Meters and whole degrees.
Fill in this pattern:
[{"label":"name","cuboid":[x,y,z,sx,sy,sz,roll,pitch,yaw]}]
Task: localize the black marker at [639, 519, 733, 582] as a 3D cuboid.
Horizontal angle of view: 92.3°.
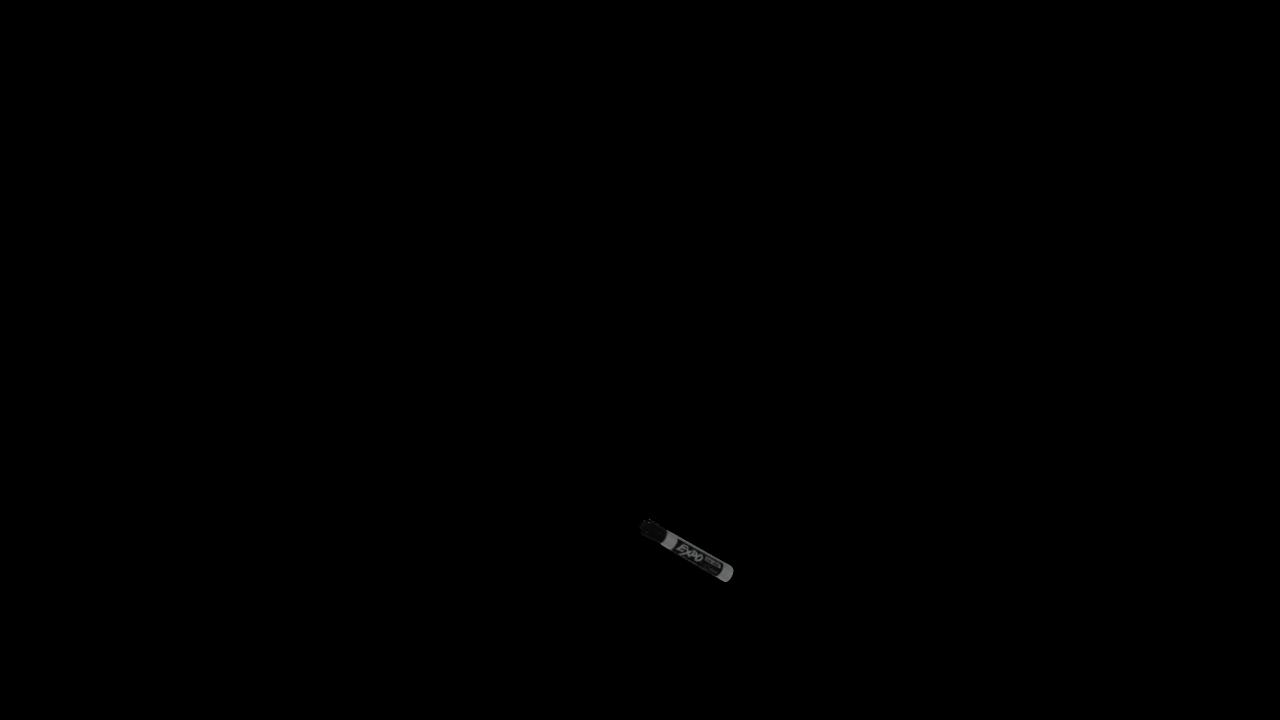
[{"label":"black marker","cuboid":[0.050,0.205,0.663,0.121,0.020,0.020,34,-11,-17]}]
